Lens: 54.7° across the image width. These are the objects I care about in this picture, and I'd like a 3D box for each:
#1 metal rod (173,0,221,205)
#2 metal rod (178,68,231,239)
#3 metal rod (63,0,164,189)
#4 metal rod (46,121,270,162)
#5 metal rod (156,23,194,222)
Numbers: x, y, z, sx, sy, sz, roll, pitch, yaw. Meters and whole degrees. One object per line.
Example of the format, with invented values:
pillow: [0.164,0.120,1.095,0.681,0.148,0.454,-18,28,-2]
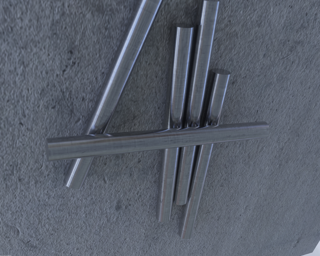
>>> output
metal rod: [0.043,-0.015,0.420,0.025,0.025,0.298,-9,123,-24]
metal rod: [0.062,0.056,0.475,0.025,0.025,0.298,-7,122,-25]
metal rod: [-0.046,-0.058,0.345,0.025,0.025,0.298,14,111,-34]
metal rod: [0.018,0.013,0.389,0.303,0.025,0.025,-4,121,-26]
metal rod: [0.016,0.013,0.423,0.025,0.025,0.298,-10,123,-23]
